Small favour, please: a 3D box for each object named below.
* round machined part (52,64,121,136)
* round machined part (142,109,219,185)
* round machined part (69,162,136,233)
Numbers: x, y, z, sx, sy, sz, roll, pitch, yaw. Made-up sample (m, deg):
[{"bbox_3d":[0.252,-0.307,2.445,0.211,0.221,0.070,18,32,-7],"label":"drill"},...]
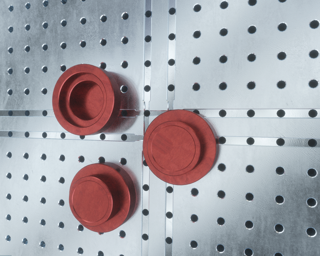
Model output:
[{"bbox_3d":[-0.099,-0.038,0.439,0.098,0.042,0.097,0,90,20],"label":"round machined part"},{"bbox_3d":[0.022,0.025,0.396,0.098,0.042,0.097,0,90,20],"label":"round machined part"},{"bbox_3d":[-0.087,0.099,0.435,0.098,0.042,0.097,0,90,20],"label":"round machined part"}]
